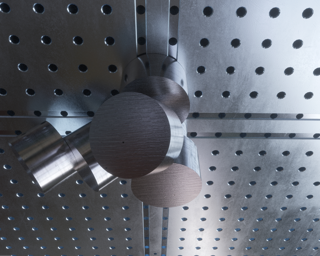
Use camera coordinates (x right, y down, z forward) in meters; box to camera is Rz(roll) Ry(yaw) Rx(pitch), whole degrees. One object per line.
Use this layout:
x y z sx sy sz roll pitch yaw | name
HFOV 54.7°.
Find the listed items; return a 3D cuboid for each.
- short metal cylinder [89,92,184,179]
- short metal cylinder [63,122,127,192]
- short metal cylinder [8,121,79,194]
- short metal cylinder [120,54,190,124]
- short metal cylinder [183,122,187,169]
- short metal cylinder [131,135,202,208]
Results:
-0.022 0.008 0.307 0.080 0.080 0.050 -19 171 15 | short metal cylinder
-0.080 0.033 0.394 0.050 0.080 0.080 -34 136 -27 | short metal cylinder
-0.149 0.037 0.397 0.050 0.080 0.080 -35 136 -27 | short metal cylinder
-0.007 -0.039 0.361 0.081 0.050 0.079 0 130 0 | short metal cylinder
-0.002 0.022 0.413 0.081 0.050 0.079 0 130 0 | short metal cylinder
0.007 0.051 0.370 0.081 0.050 0.079 0 130 0 | short metal cylinder
